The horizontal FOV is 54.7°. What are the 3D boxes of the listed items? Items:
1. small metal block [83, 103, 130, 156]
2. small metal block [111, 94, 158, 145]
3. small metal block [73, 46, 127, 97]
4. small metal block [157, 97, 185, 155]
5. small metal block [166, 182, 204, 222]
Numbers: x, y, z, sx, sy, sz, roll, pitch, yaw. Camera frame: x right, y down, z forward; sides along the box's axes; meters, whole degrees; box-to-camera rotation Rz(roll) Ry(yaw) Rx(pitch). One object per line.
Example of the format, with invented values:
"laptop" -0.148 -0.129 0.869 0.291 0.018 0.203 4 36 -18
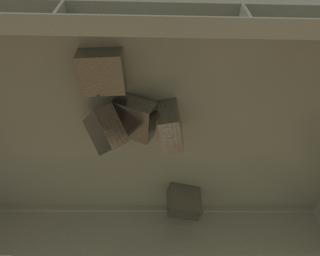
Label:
"small metal block" -0.067 0.003 0.381 0.050 0.025 0.050 -28 87 59
"small metal block" -0.032 -0.012 0.387 0.050 0.025 0.050 18 132 14
"small metal block" -0.066 -0.064 0.354 0.050 0.025 0.050 -2 130 1
"small metal block" 0.013 -0.003 0.391 0.025 0.050 0.050 -9 130 6
"small metal block" 0.039 0.117 0.493 0.050 0.050 0.025 12 129 -11
